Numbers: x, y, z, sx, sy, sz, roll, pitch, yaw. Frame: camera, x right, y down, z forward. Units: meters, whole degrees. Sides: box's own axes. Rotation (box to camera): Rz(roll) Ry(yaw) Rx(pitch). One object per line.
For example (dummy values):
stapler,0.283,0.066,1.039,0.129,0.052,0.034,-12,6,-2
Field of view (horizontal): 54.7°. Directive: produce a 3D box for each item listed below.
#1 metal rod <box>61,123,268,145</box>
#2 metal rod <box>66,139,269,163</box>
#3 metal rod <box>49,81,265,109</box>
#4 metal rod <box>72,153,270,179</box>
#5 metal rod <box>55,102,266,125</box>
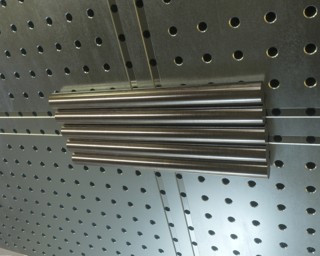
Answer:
metal rod,-0.013,0.005,0.420,0.301,0.025,0.025,1,119,27
metal rod,-0.008,0.027,0.431,0.301,0.025,0.025,1,119,27
metal rod,-0.024,-0.039,0.398,0.301,0.025,0.025,1,119,27
metal rod,-0.003,0.048,0.441,0.300,0.025,0.025,0,119,27
metal rod,-0.019,-0.017,0.409,0.301,0.025,0.025,1,119,27
